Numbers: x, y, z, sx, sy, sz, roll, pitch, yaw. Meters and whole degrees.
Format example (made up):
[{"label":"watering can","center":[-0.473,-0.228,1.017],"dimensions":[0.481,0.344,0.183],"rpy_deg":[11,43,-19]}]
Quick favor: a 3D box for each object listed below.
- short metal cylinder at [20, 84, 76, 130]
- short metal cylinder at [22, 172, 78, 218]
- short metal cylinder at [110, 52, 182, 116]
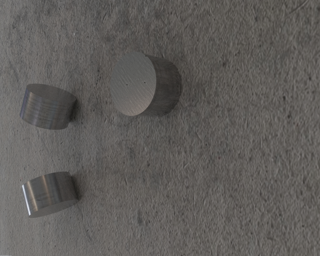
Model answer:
[{"label":"short metal cylinder","center":[-0.190,-0.037,0.526],"dimensions":[0.080,0.081,0.050],"rpy_deg":[33,111,35]},{"label":"short metal cylinder","center":[-0.185,0.113,0.522],"dimensions":[0.080,0.081,0.050],"rpy_deg":[-35,69,35]},{"label":"short metal cylinder","center":[-0.019,-0.055,0.404],"dimensions":[0.080,0.050,0.080],"rpy_deg":[0,90,40]}]
